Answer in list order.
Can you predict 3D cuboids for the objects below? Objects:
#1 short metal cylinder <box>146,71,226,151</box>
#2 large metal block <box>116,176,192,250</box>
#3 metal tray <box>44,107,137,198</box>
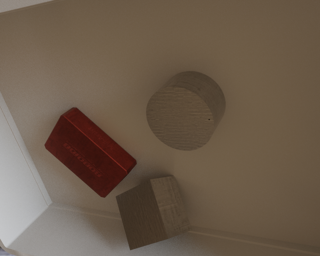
[{"bbox_3d":[0.031,-0.020,0.363,0.080,0.050,0.079,13,124,20],"label":"short metal cylinder"},{"bbox_3d":[-0.011,0.123,0.450,0.080,0.050,0.080,-33,68,37],"label":"large metal block"},{"bbox_3d":[-0.111,0.041,0.487,0.130,0.030,0.090,42,129,-1],"label":"metal tray"}]
